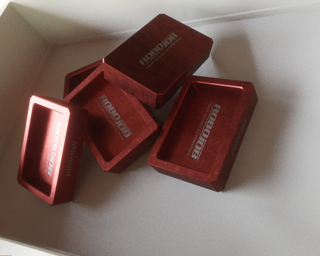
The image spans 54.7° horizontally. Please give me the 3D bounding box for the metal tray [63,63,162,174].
[{"bbox_3d":[-0.064,-0.016,0.414,0.090,0.030,0.130,-41,66,8],"label":"metal tray"}]

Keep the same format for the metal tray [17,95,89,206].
[{"bbox_3d":[-0.148,0.028,0.421,0.090,0.030,0.129,19,100,35],"label":"metal tray"}]

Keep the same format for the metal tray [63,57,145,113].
[{"bbox_3d":[-0.089,-0.065,0.485,0.130,0.030,0.090,-19,54,16],"label":"metal tray"}]

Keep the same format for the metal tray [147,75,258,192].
[{"bbox_3d":[0.052,0.001,0.371,0.090,0.030,0.130,13,68,33],"label":"metal tray"}]

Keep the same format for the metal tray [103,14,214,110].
[{"bbox_3d":[0.000,-0.093,0.412,0.090,0.030,0.131,33,59,15],"label":"metal tray"}]
